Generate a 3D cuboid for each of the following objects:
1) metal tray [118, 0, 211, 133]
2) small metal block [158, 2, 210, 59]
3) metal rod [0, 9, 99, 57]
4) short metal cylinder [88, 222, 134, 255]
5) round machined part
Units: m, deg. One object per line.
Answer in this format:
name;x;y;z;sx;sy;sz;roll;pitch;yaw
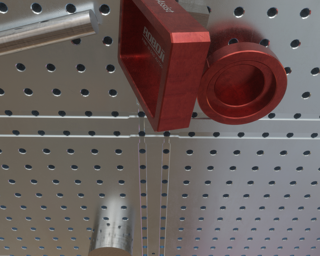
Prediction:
metal tray;-0.006;-0.070;0.281;0.030;0.130;0.089;-8;133;-20
small metal block;0.020;-0.103;0.325;0.050;0.025;0.050;5;130;-6
metal rod;-0.214;-0.082;0.338;0.301;0.025;0.025;-10;130;8
short metal cylinder;-0.091;0.221;0.582;0.081;0.050;0.079;-1;130;0
round machined part;0.089;-0.054;0.356;0.099;0.042;0.097;-1;130;0
